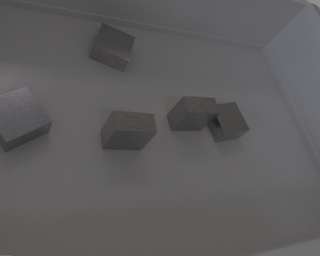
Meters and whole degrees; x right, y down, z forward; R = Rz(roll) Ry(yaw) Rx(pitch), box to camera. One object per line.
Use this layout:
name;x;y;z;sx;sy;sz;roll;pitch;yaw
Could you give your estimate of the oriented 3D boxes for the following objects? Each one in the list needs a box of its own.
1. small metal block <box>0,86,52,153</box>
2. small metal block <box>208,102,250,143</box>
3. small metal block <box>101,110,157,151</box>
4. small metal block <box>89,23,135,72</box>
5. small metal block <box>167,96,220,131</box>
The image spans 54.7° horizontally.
small metal block;-0.153;-0.010;0.329;0.050;0.025;0.050;-32;80;-38
small metal block;0.099;-0.009;0.464;0.050;0.025;0.050;-9;66;-32
small metal block;-0.038;0.004;0.366;0.050;0.050;0.025;4;60;-26
small metal block;-0.067;-0.114;0.439;0.050;0.025;0.050;20;54;-16
small metal block;0.045;-0.019;0.425;0.050;0.050;0.025;0;62;-28
